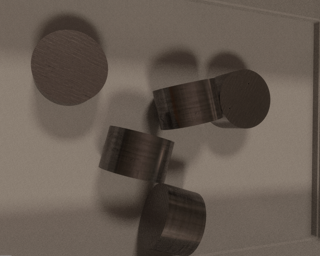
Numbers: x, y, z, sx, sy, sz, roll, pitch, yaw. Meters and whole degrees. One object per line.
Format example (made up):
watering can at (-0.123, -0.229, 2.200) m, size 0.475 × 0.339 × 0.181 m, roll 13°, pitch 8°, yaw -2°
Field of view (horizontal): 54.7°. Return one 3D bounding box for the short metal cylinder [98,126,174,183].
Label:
short metal cylinder at (-0.028, 0.032, 0.372) m, size 0.081 × 0.080 × 0.050 m, roll 16°, pitch 85°, yaw -20°

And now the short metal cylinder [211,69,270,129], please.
short metal cylinder at (0.107, -0.039, 0.438) m, size 0.081 × 0.050 × 0.079 m, roll 0°, pitch 90°, yaw -21°

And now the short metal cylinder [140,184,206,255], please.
short metal cylinder at (0.014, 0.114, 0.388) m, size 0.050 × 0.080 × 0.080 m, roll 20°, pitch 83°, yaw -19°

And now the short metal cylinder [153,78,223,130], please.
short metal cylinder at (0.035, -0.031, 0.395) m, size 0.081 × 0.080 × 0.050 m, roll -14°, pitch 95°, yaw -20°

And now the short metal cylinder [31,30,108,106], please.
short metal cylinder at (-0.105, -0.067, 0.359) m, size 0.081 × 0.050 × 0.079 m, roll 0°, pitch 90°, yaw -21°
